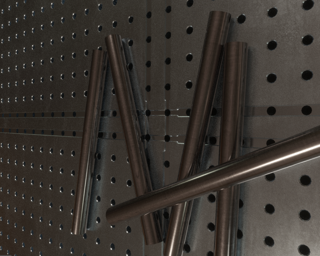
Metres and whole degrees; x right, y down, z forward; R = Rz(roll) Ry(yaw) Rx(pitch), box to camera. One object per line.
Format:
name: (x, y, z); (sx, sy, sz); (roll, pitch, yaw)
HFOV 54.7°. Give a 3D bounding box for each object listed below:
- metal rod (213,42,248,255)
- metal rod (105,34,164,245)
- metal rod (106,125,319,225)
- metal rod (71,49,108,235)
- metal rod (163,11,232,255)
metal rod: (0.077, 0.057, 0.344); (0.025, 0.025, 0.298); (5, 93, 39)
metal rod: (-0.039, 0.009, 0.439); (0.025, 0.025, 0.299); (-20, 77, 38)
metal rod: (0.042, 0.062, 0.338); (0.299, 0.025, 0.025); (-29, 72, 36)
metal rod: (-0.114, 0.026, 0.500); (0.025, 0.025, 0.298); (14, 99, 39)
metal rod: (0.042, 0.016, 0.372); (0.025, 0.025, 0.298); (17, 101, 38)
